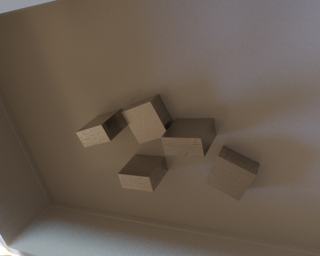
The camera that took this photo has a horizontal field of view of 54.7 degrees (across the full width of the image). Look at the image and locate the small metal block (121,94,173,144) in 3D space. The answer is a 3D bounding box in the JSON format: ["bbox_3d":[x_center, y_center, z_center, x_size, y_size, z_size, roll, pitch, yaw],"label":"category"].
[{"bbox_3d":[-0.015,-0.011,0.410,0.050,0.025,0.050,-18,109,35],"label":"small metal block"}]

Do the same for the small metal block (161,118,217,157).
[{"bbox_3d":[0.036,0.010,0.380,0.050,0.050,0.025,1,119,28],"label":"small metal block"}]

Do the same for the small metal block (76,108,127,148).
[{"bbox_3d":[-0.080,0.000,0.434,0.050,0.050,0.025,-14,111,34],"label":"small metal block"}]

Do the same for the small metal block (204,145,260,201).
[{"bbox_3d":[0.091,0.058,0.396,0.050,0.025,0.050,27,128,11],"label":"small metal block"}]

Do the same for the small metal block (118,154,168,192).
[{"bbox_3d":[-0.023,0.063,0.444,0.050,0.050,0.025,2,119,27],"label":"small metal block"}]
